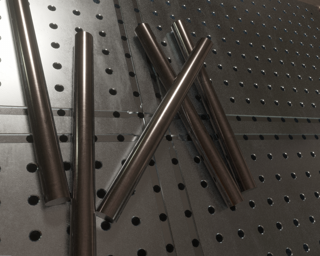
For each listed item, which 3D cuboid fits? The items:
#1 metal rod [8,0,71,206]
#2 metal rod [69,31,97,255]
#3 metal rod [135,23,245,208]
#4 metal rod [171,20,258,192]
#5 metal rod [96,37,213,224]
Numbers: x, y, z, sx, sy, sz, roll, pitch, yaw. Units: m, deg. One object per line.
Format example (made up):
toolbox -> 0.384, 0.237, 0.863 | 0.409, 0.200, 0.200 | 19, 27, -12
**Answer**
metal rod -> -0.148, -0.058, 0.363 | 0.025, 0.025, 0.299 | -6, 65, -31
metal rod -> -0.088, 0.006, 0.357 | 0.025, 0.025, 0.299 | 7, 59, -25
metal rod -> 0.036, -0.029, 0.446 | 0.025, 0.025, 0.299 | -15, 70, -34
metal rod -> 0.077, -0.046, 0.479 | 0.025, 0.025, 0.299 | -5, 64, -31
metal rod -> 0.007, -0.018, 0.400 | 0.025, 0.025, 0.301 | 34, 58, -7
